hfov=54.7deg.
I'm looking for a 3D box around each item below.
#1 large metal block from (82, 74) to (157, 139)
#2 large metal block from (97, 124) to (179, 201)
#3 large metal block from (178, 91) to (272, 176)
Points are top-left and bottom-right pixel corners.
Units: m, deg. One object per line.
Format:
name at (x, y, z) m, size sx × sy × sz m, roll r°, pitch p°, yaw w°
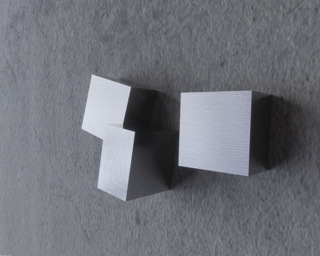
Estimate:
large metal block at (-0.059, -0.025, 0.435) m, size 0.080 × 0.050 × 0.079 m, roll 22°, pitch 104°, yaw 37°
large metal block at (-0.026, 0.039, 0.389) m, size 0.050 × 0.081 × 0.079 m, roll 14°, pitch 99°, yaw 39°
large metal block at (0.069, 0.003, 0.331) m, size 0.080 × 0.050 × 0.079 m, roll 3°, pitch 92°, yaw 39°
